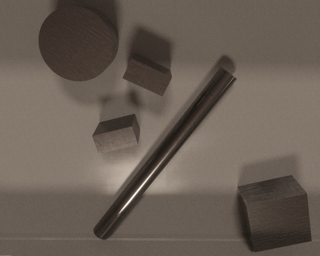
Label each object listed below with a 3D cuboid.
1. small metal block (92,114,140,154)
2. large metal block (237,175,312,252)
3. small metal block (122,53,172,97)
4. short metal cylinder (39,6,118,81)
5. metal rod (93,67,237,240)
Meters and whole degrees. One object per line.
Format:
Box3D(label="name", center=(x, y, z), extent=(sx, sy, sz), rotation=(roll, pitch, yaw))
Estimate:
Box3D(label="small metal block", center=(-0.055, 0.006, 0.400), extent=(0.050, 0.050, 0.025), rotation=(-14, 110, 4))
Box3D(label="large metal block", center=(0.163, 0.122, 0.446), extent=(0.080, 0.050, 0.080), rotation=(-13, 110, 4))
Box3D(label="small metal block", center=(-0.015, -0.065, 0.374), extent=(0.050, 0.050, 0.025), rotation=(24, 108, -9))
Box3D(label="short metal cylinder", center=(-0.092, -0.099, 0.360), extent=(0.081, 0.050, 0.079), rotation=(0, 110, -1))
Box3D(label="metal rod", center=(-0.002, 0.045, 0.427), extent=(0.025, 0.025, 0.299), rotation=(34, 106, -12))
